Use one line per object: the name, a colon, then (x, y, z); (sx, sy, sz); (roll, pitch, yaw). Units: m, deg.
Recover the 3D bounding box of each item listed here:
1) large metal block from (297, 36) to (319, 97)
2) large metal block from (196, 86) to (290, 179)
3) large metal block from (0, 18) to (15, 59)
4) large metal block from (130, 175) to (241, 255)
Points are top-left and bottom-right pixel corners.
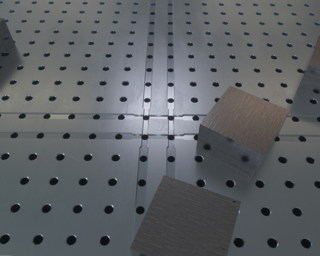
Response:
large metal block: (0.264, -0.086, 0.465); (0.080, 0.050, 0.080); (22, 53, 17)
large metal block: (0.103, 0.003, 0.390); (0.080, 0.050, 0.080); (27, 55, 21)
large metal block: (-0.306, -0.143, 0.511); (0.080, 0.050, 0.080); (12, 51, 10)
large metal block: (0.026, 0.104, 0.304); (0.080, 0.050, 0.080); (17, 52, 14)
